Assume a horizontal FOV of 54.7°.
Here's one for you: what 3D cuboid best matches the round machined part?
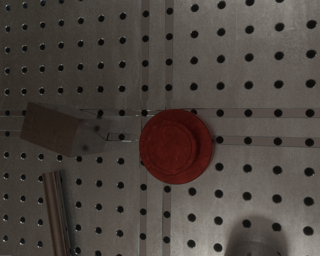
[{"bbox_3d":[0.018,0.024,0.397,0.098,0.042,0.097,0,90,19],"label":"round machined part"}]

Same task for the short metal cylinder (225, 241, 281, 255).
[{"bbox_3d":[0.109,0.181,0.361,0.080,0.050,0.079,0,90,19],"label":"short metal cylinder"}]

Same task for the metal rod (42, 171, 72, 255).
[{"bbox_3d":[-0.140,0.214,0.460,0.025,0.025,0.298,-11,86,19],"label":"metal rod"}]

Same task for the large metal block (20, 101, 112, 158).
[{"bbox_3d":[-0.127,0.001,0.427,0.080,0.080,0.050,18,96,19],"label":"large metal block"}]
